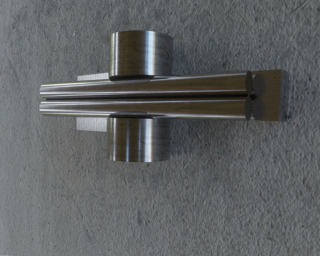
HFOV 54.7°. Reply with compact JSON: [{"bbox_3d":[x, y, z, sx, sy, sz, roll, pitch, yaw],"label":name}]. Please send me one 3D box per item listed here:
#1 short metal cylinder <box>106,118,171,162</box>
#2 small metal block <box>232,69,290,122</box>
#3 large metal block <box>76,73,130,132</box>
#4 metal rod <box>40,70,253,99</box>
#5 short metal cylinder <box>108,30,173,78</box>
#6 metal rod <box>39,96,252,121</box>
[{"bbox_3d":[-0.027,0.013,0.393,0.080,0.081,0.050,2,92,40],"label":"short metal cylinder"},{"bbox_3d":[0.104,-0.033,0.321,0.050,0.025,0.050,4,93,40],"label":"small metal block"},{"bbox_3d":[-0.076,-0.036,0.453,0.080,0.050,0.079,3,92,40],"label":"large metal block"},{"bbox_3d":[-0.040,-0.049,0.381,0.300,0.025,0.025,2,92,32],"label":"metal rod"},{"bbox_3d":[-0.024,-0.087,0.390,0.080,0.081,0.050,2,92,40],"label":"short metal cylinder"},{"bbox_3d":[-0.041,-0.024,0.382,0.300,0.025,0.025,2,92,32],"label":"metal rod"}]
